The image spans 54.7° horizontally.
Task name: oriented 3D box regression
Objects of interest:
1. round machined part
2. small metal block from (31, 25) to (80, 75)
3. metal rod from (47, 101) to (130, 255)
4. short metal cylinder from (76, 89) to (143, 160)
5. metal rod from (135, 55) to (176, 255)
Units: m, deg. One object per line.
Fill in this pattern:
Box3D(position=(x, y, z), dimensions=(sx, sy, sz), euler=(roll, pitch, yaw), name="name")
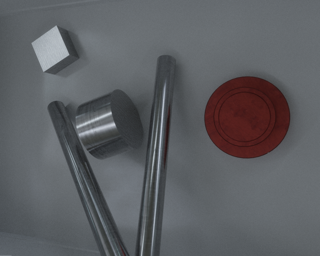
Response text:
Box3D(position=(0.101, -0.012, 0.366), dimensions=(0.098, 0.042, 0.097), euler=(0, 90, 19), name="round machined part")
Box3D(position=(-0.157, -0.116, 0.464), dimensions=(0.050, 0.025, 0.050), euler=(-27, 81, 17), name="small metal block")
Box3D(position=(-0.090, 0.061, 0.369), dimensions=(0.025, 0.025, 0.300), euler=(-48, 48, 13), name="metal rod")
Box3D(position=(-0.063, -0.004, 0.402), dimensions=(0.050, 0.080, 0.080), euler=(-19, 84, 19), name="short metal cylinder")
Box3D(position=(-0.005, 0.047, 0.348), dimensions=(0.025, 0.025, 0.299), euler=(-3, 64, 19), name="metal rod")
